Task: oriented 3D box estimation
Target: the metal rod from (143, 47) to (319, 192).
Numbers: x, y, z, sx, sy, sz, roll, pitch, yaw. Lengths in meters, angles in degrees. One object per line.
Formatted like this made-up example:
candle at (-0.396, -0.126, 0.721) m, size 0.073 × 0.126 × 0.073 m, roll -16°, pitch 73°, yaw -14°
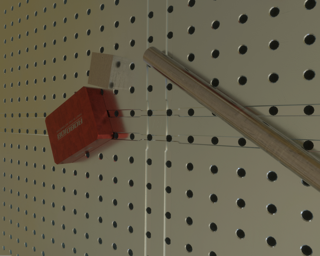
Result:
metal rod at (0.082, -0.014, 0.341) m, size 0.300 × 0.025 × 0.025 m, roll 42°, pitch 115°, yaw 32°

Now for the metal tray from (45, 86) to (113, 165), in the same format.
metal tray at (-0.140, -0.001, 0.522) m, size 0.130 × 0.030 × 0.090 m, roll -29°, pitch 72°, yaw 36°

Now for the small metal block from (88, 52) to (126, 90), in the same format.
small metal block at (-0.083, -0.088, 0.478) m, size 0.050 × 0.025 × 0.050 m, roll 17°, pitch 101°, yaw 38°
